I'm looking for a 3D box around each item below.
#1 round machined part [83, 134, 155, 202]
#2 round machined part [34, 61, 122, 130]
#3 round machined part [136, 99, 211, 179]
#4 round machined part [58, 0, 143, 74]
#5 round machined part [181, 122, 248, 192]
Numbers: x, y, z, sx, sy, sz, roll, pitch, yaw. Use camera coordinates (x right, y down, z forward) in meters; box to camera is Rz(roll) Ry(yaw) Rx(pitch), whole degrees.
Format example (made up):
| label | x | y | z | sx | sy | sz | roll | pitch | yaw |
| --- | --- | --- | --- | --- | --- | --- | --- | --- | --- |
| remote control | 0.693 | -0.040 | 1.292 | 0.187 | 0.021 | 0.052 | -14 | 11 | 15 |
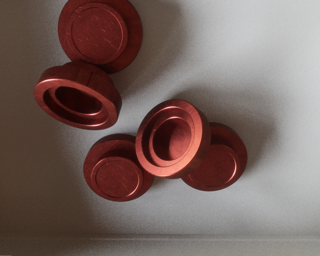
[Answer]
| label | x | y | z | sx | sy | sz | roll | pitch | yaw |
| --- | --- | --- | --- | --- | --- | --- | --- | --- | --- |
| round machined part | -0.056 | 0.061 | 0.424 | 0.099 | 0.042 | 0.097 | 0 | 110 | -1 |
| round machined part | -0.093 | -0.041 | 0.369 | 0.099 | 0.042 | 0.098 | 8 | 148 | 5 |
| round machined part | 0.020 | 0.016 | 0.389 | 0.098 | 0.098 | 0.042 | -44 | 142 | 14 |
| round machined part | -0.070 | -0.110 | 0.361 | 0.099 | 0.042 | 0.097 | 0 | 110 | -1 |
| round machined part | 0.070 | 0.045 | 0.420 | 0.099 | 0.042 | 0.097 | 0 | 110 | -1 |
